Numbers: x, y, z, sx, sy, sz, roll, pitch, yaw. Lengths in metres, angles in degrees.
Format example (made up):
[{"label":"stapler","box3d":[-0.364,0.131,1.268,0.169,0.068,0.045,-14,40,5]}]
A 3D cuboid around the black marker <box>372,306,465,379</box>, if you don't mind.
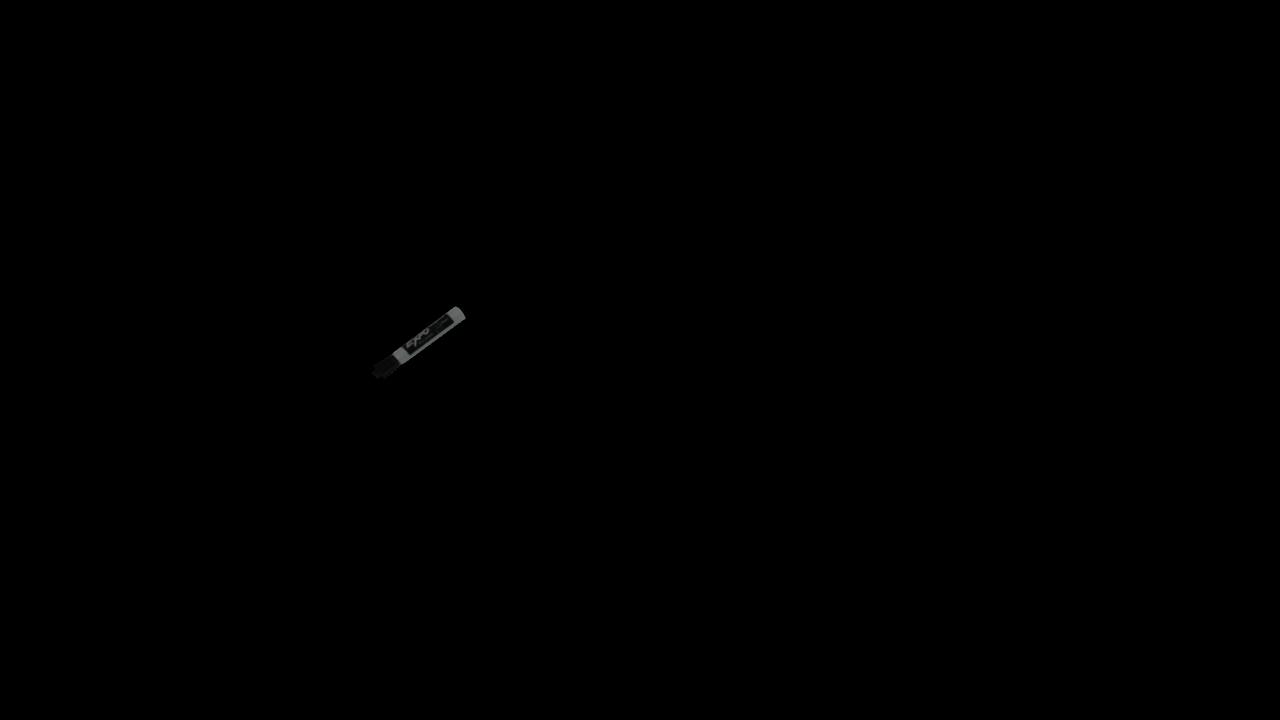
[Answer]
[{"label":"black marker","box3d":[-0.254,-0.020,0.708,0.121,0.020,0.020,-43,22,-26]}]
